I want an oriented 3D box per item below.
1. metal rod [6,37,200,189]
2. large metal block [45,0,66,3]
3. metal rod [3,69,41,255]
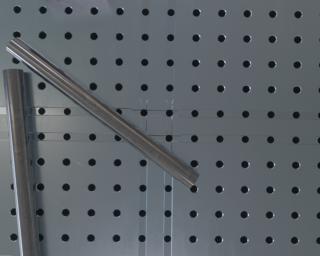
[{"bbox_3d":[-0.075,-0.019,0.412,0.301,0.025,0.025,37,90,0],"label":"metal rod"},{"bbox_3d":[-0.121,-0.216,0.400,0.080,0.050,0.080,-8,90,0],"label":"large metal block"},{"bbox_3d":[-0.181,0.072,0.411,0.025,0.025,0.298,-5,90,0],"label":"metal rod"}]
